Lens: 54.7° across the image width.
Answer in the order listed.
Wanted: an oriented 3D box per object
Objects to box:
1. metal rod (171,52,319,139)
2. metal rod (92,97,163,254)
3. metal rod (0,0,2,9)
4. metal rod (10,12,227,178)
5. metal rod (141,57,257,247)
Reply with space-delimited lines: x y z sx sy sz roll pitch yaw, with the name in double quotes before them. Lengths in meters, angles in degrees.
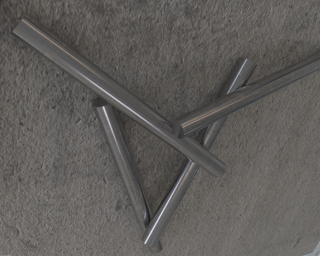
"metal rod" 0.144 -0.057 0.419 0.302 0.025 0.025 -25 128 -25
"metal rod" -0.036 0.086 0.439 0.025 0.025 0.298 -24 127 -14
"metal rod" -0.198 0.000 0.298 0.025 0.025 0.298 13 112 -34
"metal rod" -0.023 -0.018 0.355 0.301 0.025 0.025 36 98 -30
"metal rod" 0.051 0.041 0.442 0.025 0.025 0.298 20 102 -36
